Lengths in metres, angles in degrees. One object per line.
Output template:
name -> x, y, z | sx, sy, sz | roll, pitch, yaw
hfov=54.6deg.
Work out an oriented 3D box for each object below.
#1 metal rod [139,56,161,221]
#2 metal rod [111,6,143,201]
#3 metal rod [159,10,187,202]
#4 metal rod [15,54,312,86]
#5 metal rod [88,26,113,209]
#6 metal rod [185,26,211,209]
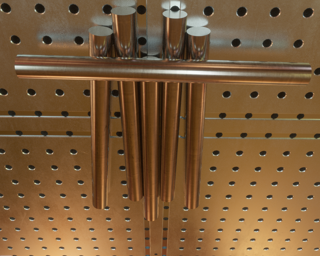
metal rod -> -0.013, 0.039, 0.444 | 0.025, 0.025, 0.298 | 0, 131, -1
metal rod -> -0.038, -0.004, 0.408 | 0.025, 0.025, 0.298 | 0, 130, 0
metal rod -> 0.013, -0.002, 0.411 | 0.025, 0.025, 0.298 | 0, 130, -1
metal rod -> 0.005, -0.061, 0.327 | 0.302, 0.025, 0.025 | 1, 130, -2
metal rod -> -0.081, 0.011, 0.419 | 0.025, 0.025, 0.298 | 5, 130, -5
metal rod -> 0.047, 0.012, 0.422 | 0.025, 0.025, 0.298 | -2, 130, 1
